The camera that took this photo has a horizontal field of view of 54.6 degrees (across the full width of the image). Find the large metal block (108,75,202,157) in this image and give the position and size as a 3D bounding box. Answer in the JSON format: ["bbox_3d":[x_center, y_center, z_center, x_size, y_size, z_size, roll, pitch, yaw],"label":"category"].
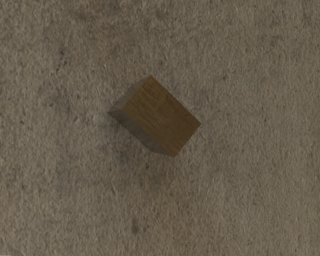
[{"bbox_3d":[-0.010,-0.012,0.376,0.080,0.080,0.050,43,77,-15],"label":"large metal block"}]
